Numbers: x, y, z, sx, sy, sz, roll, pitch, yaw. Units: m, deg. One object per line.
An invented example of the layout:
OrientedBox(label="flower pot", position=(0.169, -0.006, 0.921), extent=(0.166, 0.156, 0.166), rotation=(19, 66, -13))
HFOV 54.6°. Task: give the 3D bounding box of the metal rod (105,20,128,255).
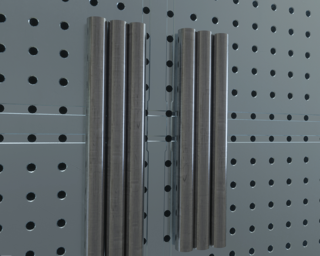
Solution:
OrientedBox(label="metal rod", position=(-0.055, 0.017, 0.391), extent=(0.025, 0.025, 0.298), rotation=(1, 90, -20))

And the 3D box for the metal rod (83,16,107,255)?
OrientedBox(label="metal rod", position=(-0.080, 0.016, 0.382), extent=(0.025, 0.025, 0.298), rotation=(1, 90, -20))

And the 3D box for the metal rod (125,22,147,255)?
OrientedBox(label="metal rod", position=(-0.032, 0.017, 0.400), extent=(0.025, 0.025, 0.298), rotation=(1, 90, -20))

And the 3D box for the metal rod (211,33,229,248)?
OrientedBox(label="metal rod", position=(0.084, 0.017, 0.443), extent=(0.025, 0.025, 0.298), rotation=(1, 90, -20))

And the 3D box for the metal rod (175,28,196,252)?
OrientedBox(label="metal rod", position=(0.035, 0.016, 0.425), extent=(0.025, 0.025, 0.298), rotation=(1, 90, -20))

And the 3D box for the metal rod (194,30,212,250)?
OrientedBox(label="metal rod", position=(0.059, 0.017, 0.433), extent=(0.025, 0.025, 0.298), rotation=(1, 90, -20))
